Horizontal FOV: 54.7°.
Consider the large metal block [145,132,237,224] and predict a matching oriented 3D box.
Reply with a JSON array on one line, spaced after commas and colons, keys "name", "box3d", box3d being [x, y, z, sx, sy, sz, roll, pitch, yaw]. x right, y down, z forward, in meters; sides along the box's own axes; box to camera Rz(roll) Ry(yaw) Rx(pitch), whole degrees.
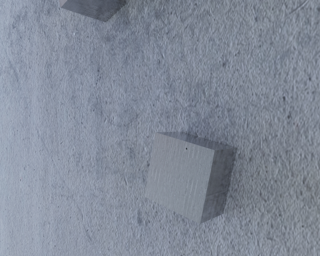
[{"name": "large metal block", "box3d": [0.034, 0.052, 0.360, 0.080, 0.050, 0.079, 16, 100, 39]}]

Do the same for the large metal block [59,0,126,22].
[{"name": "large metal block", "box3d": [-0.106, -0.214, 0.456, 0.050, 0.081, 0.080, -27, 73, 37]}]
